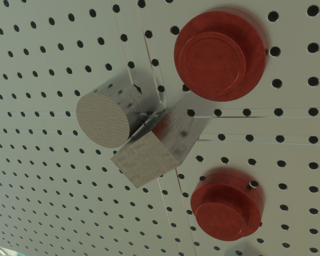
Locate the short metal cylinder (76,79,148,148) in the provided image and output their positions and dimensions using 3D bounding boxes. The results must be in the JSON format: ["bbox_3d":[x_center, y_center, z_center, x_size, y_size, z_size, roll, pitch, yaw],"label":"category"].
[{"bbox_3d":[-0.064,-0.020,0.416,0.080,0.050,0.079,13,124,20],"label":"short metal cylinder"}]

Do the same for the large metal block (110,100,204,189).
[{"bbox_3d":[-0.002,0.020,0.389,0.080,0.080,0.050,-34,99,38],"label":"large metal block"}]

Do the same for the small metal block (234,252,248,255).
[{"bbox_3d":[0.129,0.227,0.484,0.050,0.025,0.050,41,129,-1],"label":"small metal block"}]

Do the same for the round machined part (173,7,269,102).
[{"bbox_3d":[0.059,-0.071,0.325,0.098,0.042,0.097,13,124,21],"label":"round machined part"}]

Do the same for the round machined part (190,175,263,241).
[{"bbox_3d":[0.088,0.116,0.425,0.098,0.042,0.097,13,124,21],"label":"round machined part"}]
